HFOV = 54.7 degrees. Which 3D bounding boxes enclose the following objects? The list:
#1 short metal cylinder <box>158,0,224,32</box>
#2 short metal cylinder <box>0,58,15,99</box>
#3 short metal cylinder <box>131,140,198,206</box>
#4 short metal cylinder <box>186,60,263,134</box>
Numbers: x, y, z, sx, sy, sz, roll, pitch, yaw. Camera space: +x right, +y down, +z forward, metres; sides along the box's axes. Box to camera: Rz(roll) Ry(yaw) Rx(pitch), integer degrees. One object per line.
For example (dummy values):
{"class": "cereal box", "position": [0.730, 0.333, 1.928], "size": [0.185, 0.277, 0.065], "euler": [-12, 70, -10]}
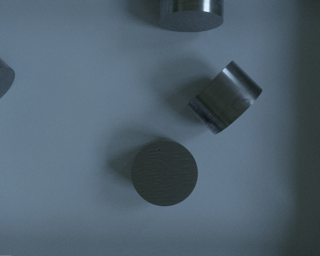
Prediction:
{"class": "short metal cylinder", "position": [0.038, -0.156, 0.384], "size": [0.081, 0.080, 0.050], "euler": [1, 90, 0]}
{"class": "short metal cylinder", "position": [-0.231, -0.062, 0.382], "size": [0.050, 0.080, 0.080], "euler": [43, 90, 0]}
{"class": "short metal cylinder", "position": [0.006, 0.055, 0.399], "size": [0.081, 0.050, 0.080], "euler": [0, 90, 0]}
{"class": "short metal cylinder", "position": [0.078, -0.038, 0.384], "size": [0.080, 0.080, 0.050], "euler": [-45, 90, 0]}
